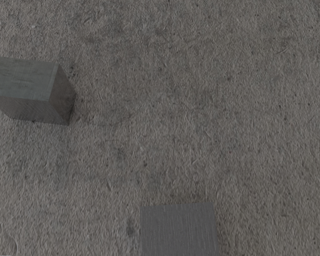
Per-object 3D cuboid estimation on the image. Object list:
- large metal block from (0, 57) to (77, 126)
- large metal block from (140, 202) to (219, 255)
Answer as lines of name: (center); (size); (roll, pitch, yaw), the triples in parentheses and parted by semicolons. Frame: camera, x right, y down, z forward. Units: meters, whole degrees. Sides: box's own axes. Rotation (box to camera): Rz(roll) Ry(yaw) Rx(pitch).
large metal block: (-0.161, -0.044, 0.394); (0.080, 0.080, 0.050); (7, 70, 2)
large metal block: (0.021, 0.129, 0.348); (0.081, 0.050, 0.080); (-3, 70, -1)
